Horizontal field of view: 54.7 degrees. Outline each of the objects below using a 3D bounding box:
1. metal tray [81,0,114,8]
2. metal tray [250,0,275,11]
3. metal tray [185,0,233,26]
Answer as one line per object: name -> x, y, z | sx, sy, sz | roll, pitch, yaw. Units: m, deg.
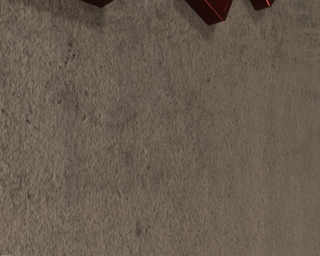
metal tray -> -0.103, -0.190, 0.316 | 0.131, 0.030, 0.089 | 6, 86, -40
metal tray -> 0.194, -0.291, 0.567 | 0.090, 0.030, 0.130 | 49, 61, -29
metal tray -> 0.080, -0.236, 0.470 | 0.090, 0.030, 0.130 | 34, 69, -35
